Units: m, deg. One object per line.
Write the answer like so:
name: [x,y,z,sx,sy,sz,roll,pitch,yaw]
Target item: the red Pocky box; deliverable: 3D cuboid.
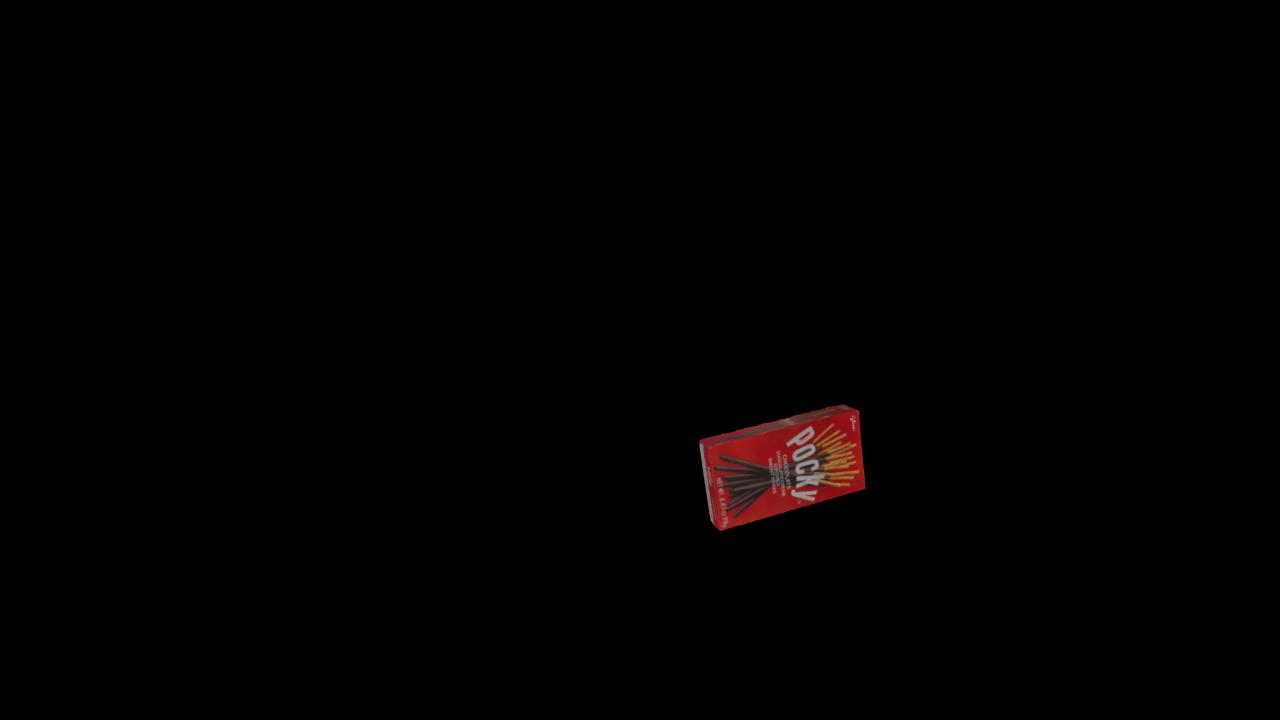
red Pocky box: [0.135,0.098,0.573,0.155,0.083,0.028,-12,10,-13]
